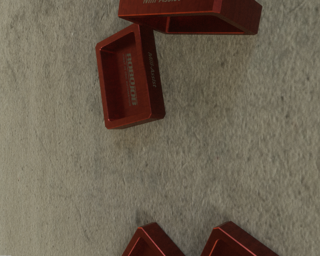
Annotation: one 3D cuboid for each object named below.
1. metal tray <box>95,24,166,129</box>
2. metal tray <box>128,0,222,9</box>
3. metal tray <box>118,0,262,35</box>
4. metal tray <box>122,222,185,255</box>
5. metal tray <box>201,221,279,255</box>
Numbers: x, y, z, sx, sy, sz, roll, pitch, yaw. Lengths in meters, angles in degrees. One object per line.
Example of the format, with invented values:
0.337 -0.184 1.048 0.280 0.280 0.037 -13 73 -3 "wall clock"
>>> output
-0.044 -0.069 0.435 0.090 0.030 0.129 -14 81 38 "metal tray"
0.020 -0.200 0.382 0.130 0.030 0.089 14 99 38 "metal tray"
0.030 -0.126 0.335 0.130 0.091 0.030 14 99 38 "metal tray"
-0.017 0.204 0.413 0.090 0.030 0.129 42 115 31 "metal tray"
0.078 0.181 0.335 0.090 0.030 0.129 32 109 35 "metal tray"
